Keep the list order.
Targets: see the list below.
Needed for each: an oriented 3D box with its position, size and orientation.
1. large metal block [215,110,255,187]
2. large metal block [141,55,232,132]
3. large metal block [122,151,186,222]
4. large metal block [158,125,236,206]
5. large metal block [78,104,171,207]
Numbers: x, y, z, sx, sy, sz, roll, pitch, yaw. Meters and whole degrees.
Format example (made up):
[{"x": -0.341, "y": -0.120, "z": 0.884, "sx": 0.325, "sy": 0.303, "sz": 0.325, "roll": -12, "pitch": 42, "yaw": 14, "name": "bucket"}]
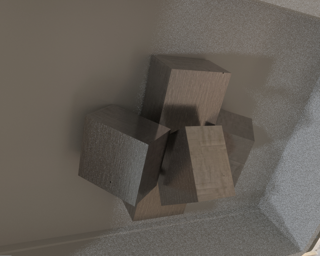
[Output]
[{"x": 0.090, "y": 0.028, "z": 0.429, "sx": 0.050, "sy": 0.080, "sz": 0.079, "roll": 18, "pitch": 115, "yaw": 6, "name": "large metal block"}, {"x": 0.029, "y": -0.040, "z": 0.379, "sx": 0.081, "sy": 0.050, "sz": 0.079, "roll": -2, "pitch": 119, "yaw": -28, "name": "large metal block"}, {"x": -0.002, "y": 0.079, "z": 0.439, "sx": 0.081, "sy": 0.050, "sz": 0.079, "roll": 1, "pitch": 118, "yaw": -29, "name": "large metal block"}, {"x": 0.036, "y": 0.046, "z": 0.368, "sx": 0.050, "sy": 0.080, "sz": 0.080, "roll": -1, "pitch": 75, "yaw": -29, "name": "large metal block"}, {"x": -0.042, "y": 0.029, "z": 0.356, "sx": 0.050, "sy": 0.080, "sz": 0.079, "roll": -33, "pitch": 142, "yaw": -56, "name": "large metal block"}]
